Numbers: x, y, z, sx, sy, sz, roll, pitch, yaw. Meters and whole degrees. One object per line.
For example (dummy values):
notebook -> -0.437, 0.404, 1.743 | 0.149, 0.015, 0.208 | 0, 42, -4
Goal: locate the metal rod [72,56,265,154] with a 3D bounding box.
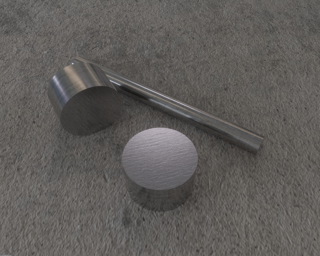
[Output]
metal rod -> -0.002, -0.040, 0.436 | 0.301, 0.025, 0.025 | 26, 55, 20

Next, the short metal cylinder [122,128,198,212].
short metal cylinder -> 0.000, 0.046, 0.348 | 0.081, 0.050, 0.080 | 0, 50, 0

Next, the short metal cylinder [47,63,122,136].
short metal cylinder -> -0.096, -0.036, 0.397 | 0.081, 0.080, 0.050 | -24, 54, -19
